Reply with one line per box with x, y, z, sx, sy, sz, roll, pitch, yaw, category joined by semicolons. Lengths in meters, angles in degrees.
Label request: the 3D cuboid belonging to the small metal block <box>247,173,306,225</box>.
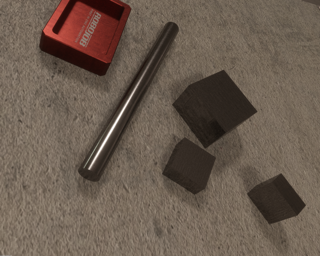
0.155;0.096;0.415;0.025;0.050;0.050;-27;77;-37;small metal block

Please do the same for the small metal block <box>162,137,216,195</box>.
0.038;0.048;0.397;0.050;0.025;0.050;34;51;-7;small metal block

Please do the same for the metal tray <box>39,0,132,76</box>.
-0.099;-0.143;0.435;0.091;0.030;0.130;23;53;-15;metal tray

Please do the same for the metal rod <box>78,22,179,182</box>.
-0.028;-0.058;0.424;0.025;0.025;0.301;31;51;-9;metal rod

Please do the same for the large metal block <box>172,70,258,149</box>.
0.080;-0.029;0.451;0.081;0.050;0.080;-28;77;-38;large metal block
